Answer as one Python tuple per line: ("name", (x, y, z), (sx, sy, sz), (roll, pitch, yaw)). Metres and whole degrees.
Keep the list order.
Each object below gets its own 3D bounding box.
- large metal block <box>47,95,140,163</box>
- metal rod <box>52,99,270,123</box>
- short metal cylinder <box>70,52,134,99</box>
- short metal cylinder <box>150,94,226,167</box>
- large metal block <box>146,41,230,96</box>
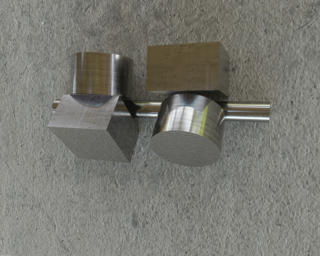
("large metal block", (-0.082, 0.002, 0.403), (0.080, 0.080, 0.050), (3, 57, 19))
("metal rod", (-0.012, -0.025, 0.416), (0.301, 0.025, 0.025), (3, 91, 19))
("short metal cylinder", (-0.076, -0.066, 0.407), (0.080, 0.080, 0.050), (4, 92, 20))
("short metal cylinder", (0.033, 0.005, 0.363), (0.080, 0.080, 0.050), (2, 56, 20))
("large metal block", (0.037, -0.065, 0.367), (0.080, 0.080, 0.050), (2, 91, 20))
